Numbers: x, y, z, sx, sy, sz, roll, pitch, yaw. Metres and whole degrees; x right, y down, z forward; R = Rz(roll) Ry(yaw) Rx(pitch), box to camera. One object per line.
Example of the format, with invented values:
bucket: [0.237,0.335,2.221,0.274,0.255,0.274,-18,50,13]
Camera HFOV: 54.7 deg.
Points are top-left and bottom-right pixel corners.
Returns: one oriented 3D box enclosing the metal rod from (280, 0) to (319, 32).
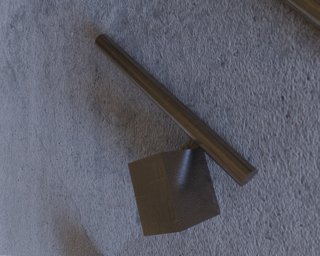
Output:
metal rod: [0.112,-0.153,0.311,0.025,0.025,0.300,-51,61,28]

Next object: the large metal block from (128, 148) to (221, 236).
large metal block: [0.018,0.070,0.353,0.050,0.081,0.080,-22,76,37]

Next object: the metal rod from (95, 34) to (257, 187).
metal rod: [0.002,-0.040,0.400,0.300,0.025,0.025,46,117,30]
